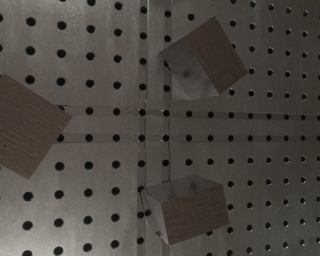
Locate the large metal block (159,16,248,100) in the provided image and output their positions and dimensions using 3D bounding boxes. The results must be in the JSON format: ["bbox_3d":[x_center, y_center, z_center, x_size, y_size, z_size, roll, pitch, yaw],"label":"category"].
[{"bbox_3d":[0.054,-0.086,0.404,0.050,0.080,0.080,-38,103,-16],"label":"large metal block"}]

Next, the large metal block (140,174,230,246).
[{"bbox_3d":[0.029,0.099,0.395,0.081,0.080,0.050,-12,95,-20],"label":"large metal block"}]

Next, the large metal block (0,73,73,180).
[{"bbox_3d":[-0.156,-0.001,0.342,0.080,0.050,0.080,35,79,-17],"label":"large metal block"}]
